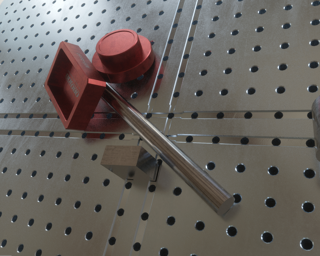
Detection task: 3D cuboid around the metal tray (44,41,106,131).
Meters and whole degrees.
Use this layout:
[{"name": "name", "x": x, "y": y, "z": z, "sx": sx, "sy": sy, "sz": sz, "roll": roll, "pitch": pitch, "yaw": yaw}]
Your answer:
[{"name": "metal tray", "x": -0.139, "y": -0.068, "z": 0.491, "sx": 0.130, "sy": 0.030, "sz": 0.089, "roll": 51, "pitch": 120, "yaw": 39}]

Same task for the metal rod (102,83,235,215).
[{"name": "metal rod", "x": -0.019, "y": 0.003, "z": 0.414, "sx": 0.025, "sy": 0.025, "sz": 0.300, "roll": -45, "pitch": 51, "yaw": -3}]

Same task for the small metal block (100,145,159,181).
[{"name": "small metal block", "x": -0.036, "y": 0.044, "z": 0.383, "sx": 0.050, "sy": 0.050, "sz": 0.025, "roll": -1, "pitch": 62, "yaw": 27}]

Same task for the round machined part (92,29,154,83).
[{"name": "round machined part", "x": -0.061, "y": -0.119, "z": 0.487, "sx": 0.098, "sy": 0.042, "sz": 0.098, "roll": -8, "pitch": 49, "yaw": 10}]

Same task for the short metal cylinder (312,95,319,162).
[{"name": "short metal cylinder", "x": 0.182, "y": 0.000, "z": 0.277, "sx": 0.080, "sy": 0.080, "sz": 0.050, "roll": -5, "pitch": 60, "yaw": 25}]
